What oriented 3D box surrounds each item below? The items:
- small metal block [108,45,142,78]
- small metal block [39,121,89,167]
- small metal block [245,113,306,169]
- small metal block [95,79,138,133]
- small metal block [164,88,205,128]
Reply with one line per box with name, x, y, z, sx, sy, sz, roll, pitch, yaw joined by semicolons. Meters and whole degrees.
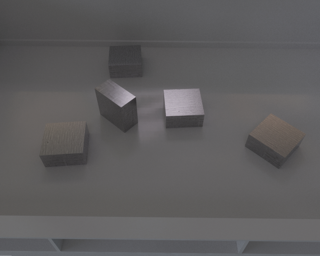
small metal block;-0.055;-0.106;0.494;0.050;0.025;0.050;-3;50;-2
small metal block;-0.118;0.020;0.388;0.050;0.025;0.050;-3;50;-3
small metal block;0.146;0.016;0.393;0.050;0.025;0.050;37;59;27
small metal block;-0.057;-0.029;0.413;0.050;0.050;0.025;35;59;26
small metal block;0.032;-0.028;0.428;0.050;0.025;0.050;-2;50;-2
